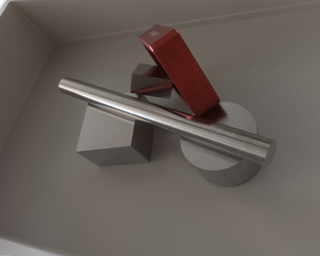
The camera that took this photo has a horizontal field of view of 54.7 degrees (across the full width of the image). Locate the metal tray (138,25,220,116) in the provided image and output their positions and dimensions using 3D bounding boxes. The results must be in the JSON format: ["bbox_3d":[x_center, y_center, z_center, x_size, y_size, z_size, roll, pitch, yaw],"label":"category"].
[{"bbox_3d":[0.018,-0.073,0.365,0.030,0.090,0.130,-35,22,4],"label":"metal tray"}]

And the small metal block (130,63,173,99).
[{"bbox_3d":[-0.008,-0.062,0.401,0.050,0.025,0.050,9,27,3],"label":"small metal block"}]

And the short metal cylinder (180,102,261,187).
[{"bbox_3d":[0.069,0.018,0.340,0.080,0.050,0.080,-13,56,20],"label":"short metal cylinder"}]

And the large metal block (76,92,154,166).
[{"bbox_3d":[-0.056,0.002,0.415,0.080,0.050,0.080,-7,59,24],"label":"large metal block"}]

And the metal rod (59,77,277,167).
[{"bbox_3d":[-0.018,-0.019,0.358,0.300,0.025,0.025,20,72,35],"label":"metal rod"}]
